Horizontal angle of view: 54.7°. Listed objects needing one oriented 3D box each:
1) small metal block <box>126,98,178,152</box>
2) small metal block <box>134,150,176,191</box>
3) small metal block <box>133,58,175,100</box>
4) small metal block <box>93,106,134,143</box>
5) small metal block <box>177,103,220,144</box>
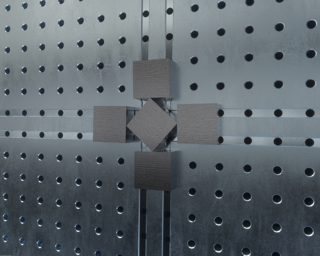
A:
[{"bbox_3d":[-0.007,-0.005,0.414,0.050,0.025,0.050,44,103,14],"label":"small metal block"},{"bbox_3d":[-0.006,0.056,0.414,0.050,0.025,0.050,0,90,19],"label":"small metal block"},{"bbox_3d":[-0.008,-0.064,0.414,0.050,0.025,0.050,-1,90,19],"label":"small metal block"},{"bbox_3d":[-0.065,-0.005,0.434,0.050,0.025,0.050,2,91,19],"label":"small metal block"},{"bbox_3d":[0.049,-0.005,0.394,0.050,0.025,0.050,0,90,19],"label":"small metal block"}]
